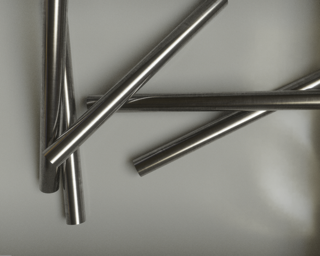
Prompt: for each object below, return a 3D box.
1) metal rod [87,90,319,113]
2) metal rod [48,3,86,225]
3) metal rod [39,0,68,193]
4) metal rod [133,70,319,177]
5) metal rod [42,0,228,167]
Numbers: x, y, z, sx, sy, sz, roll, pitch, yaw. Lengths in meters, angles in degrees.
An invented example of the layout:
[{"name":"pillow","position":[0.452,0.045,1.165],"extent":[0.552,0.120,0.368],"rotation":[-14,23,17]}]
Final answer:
[{"name":"metal rod","position":[0.057,-0.033,0.395],"extent":[0.302,0.025,0.025],"rotation":[-1,90,6]},{"name":"metal rod","position":[-0.124,-0.024,0.409],"extent":[0.025,0.025,0.298],"rotation":[-5,90,-1]},{"name":"metal rod","position":[-0.121,-0.054,0.350],"extent":[0.025,0.025,0.298],"rotation":[11,114,-1]},{"name":"metal rod","position":[0.105,-0.012,0.412],"extent":[0.301,0.025,0.025],"rotation":[-26,90,-1]},{"name":"metal rod","position":[-0.024,-0.068,0.388],"extent":[0.025,0.025,0.301],"rotation":[45,80,0]}]
